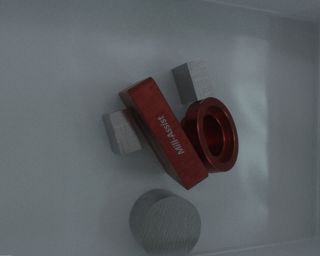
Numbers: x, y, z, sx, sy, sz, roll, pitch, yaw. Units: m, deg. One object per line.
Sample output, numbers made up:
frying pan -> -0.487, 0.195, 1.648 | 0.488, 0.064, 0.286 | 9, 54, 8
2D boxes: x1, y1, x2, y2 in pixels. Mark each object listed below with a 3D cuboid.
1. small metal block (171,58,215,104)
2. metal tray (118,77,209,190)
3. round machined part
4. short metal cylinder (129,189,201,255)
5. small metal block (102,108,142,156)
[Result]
small metal block -> 0.043, -0.062, 0.414 | 0.025, 0.050, 0.050 | -19, 97, -19
metal tray -> 0.001, 0.005, 0.375 | 0.030, 0.090, 0.130 | -33, 101, -10
round machined part -> 0.061, 0.011, 0.411 | 0.099, 0.042, 0.098 | 19, 64, -45
short metal cylinder -> 0.006, 0.123, 0.401 | 0.081, 0.050, 0.079 | 0, 90, -21
small metal block -> -0.048, 0.004, 0.380 | 0.025, 0.050, 0.050 | -18, 96, -19
